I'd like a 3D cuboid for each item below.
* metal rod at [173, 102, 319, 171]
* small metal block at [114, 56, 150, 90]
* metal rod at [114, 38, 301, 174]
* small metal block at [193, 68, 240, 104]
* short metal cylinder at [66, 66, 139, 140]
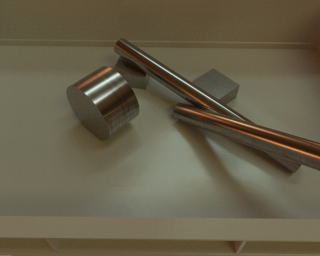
[{"bbox_3d":[0.121,0.016,0.316,0.025,0.025,0.300,-35,34,-26],"label":"metal rod"},{"bbox_3d":[-0.041,-0.089,0.479,0.050,0.025,0.050,9,50,7],"label":"small metal block"},{"bbox_3d":[0.054,-0.040,0.419,0.300,0.025,0.025,36,59,19],"label":"metal rod"},{"bbox_3d":[0.078,-0.055,0.453,0.050,0.025,0.050,-34,58,-26],"label":"small metal block"},{"bbox_3d":[-0.073,-0.031,0.395,0.080,0.080,0.050,35,58,25],"label":"short metal cylinder"}]
